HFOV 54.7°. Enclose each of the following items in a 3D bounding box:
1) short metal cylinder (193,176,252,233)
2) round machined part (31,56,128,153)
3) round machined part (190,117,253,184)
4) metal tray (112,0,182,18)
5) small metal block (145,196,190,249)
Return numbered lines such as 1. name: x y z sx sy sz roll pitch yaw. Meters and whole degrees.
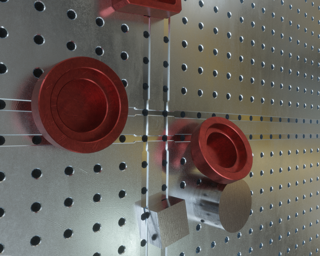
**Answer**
1. short metal cylinder: 0.096 0.114 0.477 0.081 0.050 0.079 0 90 -40
2. round machined part: -0.086 -0.023 0.327 0.099 0.042 0.097 0 90 -40
3. round machined part: 0.085 0.036 0.456 0.099 0.042 0.098 16 57 -26
4. metal tray: -0.019 -0.212 0.391 0.091 0.030 0.129 -8 95 -40
5. small metal block: 0.011 0.127 0.421 0.050 0.025 0.050 -14 99 -39
